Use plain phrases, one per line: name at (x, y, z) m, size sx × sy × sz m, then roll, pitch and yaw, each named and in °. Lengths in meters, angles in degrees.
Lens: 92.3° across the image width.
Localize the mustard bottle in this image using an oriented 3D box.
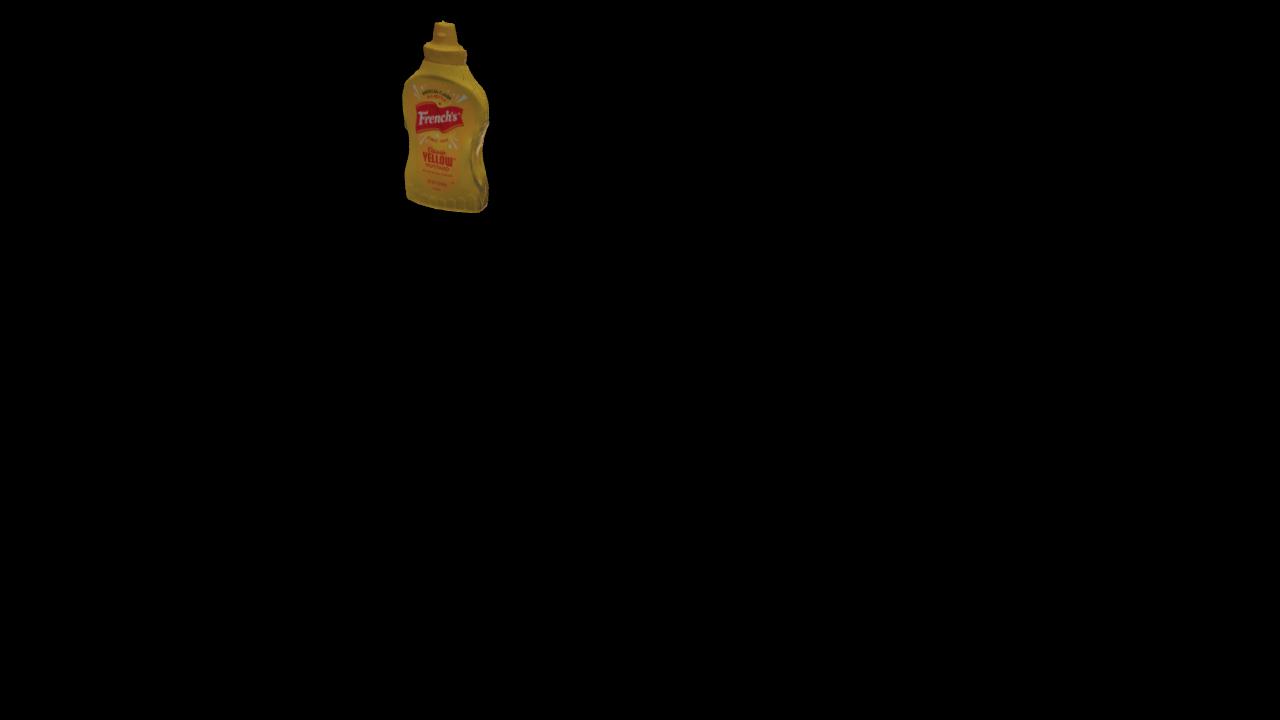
mustard bottle at (-0.205, -0.254, 0.649) m, size 0.092 × 0.184 × 0.054 m, roll 14°, pitch 31°, yaw 8°
